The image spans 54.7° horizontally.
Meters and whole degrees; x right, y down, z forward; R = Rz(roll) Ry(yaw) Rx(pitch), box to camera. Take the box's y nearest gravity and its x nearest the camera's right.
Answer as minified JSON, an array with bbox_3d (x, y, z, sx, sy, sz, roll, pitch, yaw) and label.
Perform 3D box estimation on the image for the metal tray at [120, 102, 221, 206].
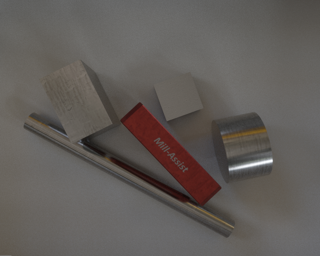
[{"bbox_3d":[0.012,0.029,0.377,0.030,0.090,0.130,-44,91,0],"label":"metal tray"}]

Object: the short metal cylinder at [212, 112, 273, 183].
[{"bbox_3d":[0.099,0.024,0.384,0.050,0.080,0.080,-12,90,1],"label":"short metal cylinder"}]

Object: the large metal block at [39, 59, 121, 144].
[{"bbox_3d":[-0.093,-0.029,0.381,0.050,0.080,0.080,-26,90,0],"label":"large metal block"}]

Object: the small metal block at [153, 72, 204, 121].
[{"bbox_3d":[0.024,-0.040,0.409,0.050,0.025,0.050,-20,90,-1],"label":"small metal block"}]

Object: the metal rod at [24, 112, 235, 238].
[{"bbox_3d":[-0.039,0.062,0.410,0.301,0.025,0.025,29,90,-1],"label":"metal rod"}]
